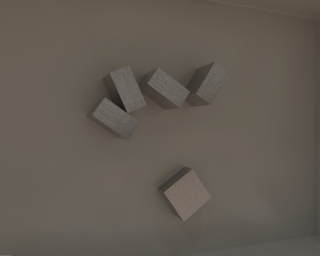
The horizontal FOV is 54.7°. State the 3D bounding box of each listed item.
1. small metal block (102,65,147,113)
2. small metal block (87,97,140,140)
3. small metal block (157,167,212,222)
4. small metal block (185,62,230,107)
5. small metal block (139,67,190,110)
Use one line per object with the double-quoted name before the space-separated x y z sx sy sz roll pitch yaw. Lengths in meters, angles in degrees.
"small metal block" -0.045 -0.045 0.380 0.025 0.050 0.050 -26 99 -18
"small metal block" -0.058 -0.010 0.376 0.050 0.050 0.025 36 79 -17
"small metal block" 0.033 0.089 0.423 0.050 0.025 0.050 -37 102 -16
"small metal block" 0.059 -0.058 0.419 0.025 0.050 0.050 35 79 -17
"small metal block" 0.003 -0.049 0.398 0.050 0.050 0.025 35 79 -17
